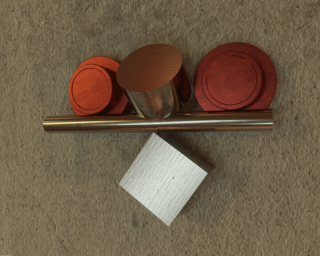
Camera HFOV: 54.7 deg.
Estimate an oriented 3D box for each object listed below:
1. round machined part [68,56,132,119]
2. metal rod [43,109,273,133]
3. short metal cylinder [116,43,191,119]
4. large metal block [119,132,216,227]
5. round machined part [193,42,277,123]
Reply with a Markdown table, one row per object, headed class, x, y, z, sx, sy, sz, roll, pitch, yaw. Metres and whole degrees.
| class | x | y | z | sx | sy | sz | roll | pitch | yaw |
| --- | --- | --- | --- | --- | --- | --- | --- | --- | --- |
| round machined part | -0.086 | -0.052 | 0.431 | 0.098 | 0.042 | 0.097 | 0 | 90 | 20 |
| metal rod | -0.017 | -0.007 | 0.393 | 0.301 | 0.025 | 0.025 | -1 | 90 | 19 |
| short metal cylinder | -0.006 | -0.057 | 0.379 | 0.080 | 0.050 | 0.080 | -10 | 52 | 13 |
| large metal block | 0.010 | 0.060 | 0.391 | 0.080 | 0.050 | 0.080 | 37 | 102 | 16 |
| round machined part | 0.088 | -0.054 | 0.370 | 0.098 | 0.042 | 0.097 | 0 | 90 | 20 |
